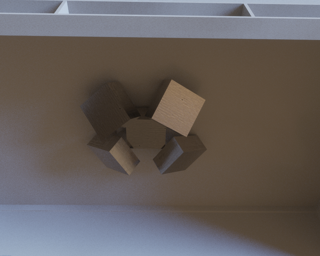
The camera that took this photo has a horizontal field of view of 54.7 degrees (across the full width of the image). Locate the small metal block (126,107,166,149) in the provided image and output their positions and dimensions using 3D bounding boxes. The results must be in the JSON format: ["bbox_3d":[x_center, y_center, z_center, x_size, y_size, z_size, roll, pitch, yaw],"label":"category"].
[{"bbox_3d":[-0.018,0.000,0.406,0.050,0.025,0.050,1,130,-1],"label":"small metal block"}]

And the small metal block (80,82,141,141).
[{"bbox_3d":[-0.060,-0.020,0.372,0.050,0.025,0.050,-35,85,26],"label":"small metal block"}]

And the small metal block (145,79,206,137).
[{"bbox_3d":[0.018,-0.024,0.370,0.050,0.025,0.050,28,87,-22],"label":"small metal block"}]

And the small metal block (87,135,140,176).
[{"bbox_3d":[-0.063,0.034,0.419,0.050,0.025,0.050,10,144,43],"label":"small metal block"}]

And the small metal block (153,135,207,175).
[{"bbox_3d":[0.027,0.036,0.423,0.050,0.025,0.050,-1,141,-47],"label":"small metal block"}]
